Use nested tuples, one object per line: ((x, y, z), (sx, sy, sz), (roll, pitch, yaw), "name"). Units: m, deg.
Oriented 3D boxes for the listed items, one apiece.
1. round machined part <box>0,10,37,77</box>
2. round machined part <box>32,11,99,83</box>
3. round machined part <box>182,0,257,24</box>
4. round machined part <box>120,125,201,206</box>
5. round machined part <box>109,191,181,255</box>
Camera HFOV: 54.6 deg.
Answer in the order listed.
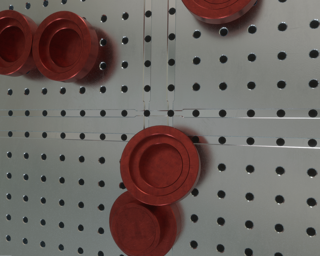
((-0.224, -0.128, 0.484), (0.098, 0.042, 0.097), (0, 90, 20), "round machined part")
((-0.132, -0.114, 0.451), (0.098, 0.042, 0.097), (0, 90, 20), "round machined part")
((0.075, -0.175, 0.377), (0.098, 0.042, 0.097), (0, 90, 20), "round machined part")
((0.003, 0.049, 0.394), (0.098, 0.042, 0.098), (-3, 74, 12), "round machined part")
((-0.025, 0.129, 0.413), (0.098, 0.042, 0.097), (0, 90, 20), "round machined part")
